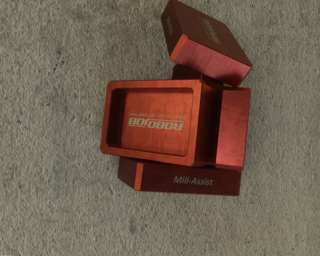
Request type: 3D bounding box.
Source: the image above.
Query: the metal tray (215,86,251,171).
[{"bbox_3d":[0.092,0.003,0.393,0.030,0.130,0.089,6,88,13],"label":"metal tray"}]

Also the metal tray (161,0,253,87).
[{"bbox_3d":[0.052,-0.109,0.381,0.091,0.130,0.030,19,125,-20],"label":"metal tray"}]

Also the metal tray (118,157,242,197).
[{"bbox_3d":[0.022,0.058,0.384,0.131,0.090,0.030,7,88,-20],"label":"metal tray"}]

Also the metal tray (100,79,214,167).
[{"bbox_3d":[-0.007,-0.008,0.357,0.030,0.130,0.089,9,86,-57],"label":"metal tray"}]

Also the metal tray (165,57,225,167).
[{"bbox_3d":[0.040,-0.021,0.391,0.030,0.090,0.129,8,88,-20],"label":"metal tray"}]
